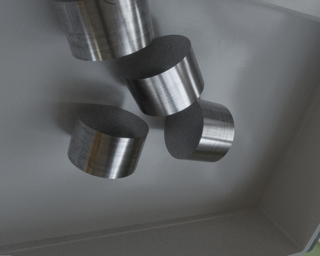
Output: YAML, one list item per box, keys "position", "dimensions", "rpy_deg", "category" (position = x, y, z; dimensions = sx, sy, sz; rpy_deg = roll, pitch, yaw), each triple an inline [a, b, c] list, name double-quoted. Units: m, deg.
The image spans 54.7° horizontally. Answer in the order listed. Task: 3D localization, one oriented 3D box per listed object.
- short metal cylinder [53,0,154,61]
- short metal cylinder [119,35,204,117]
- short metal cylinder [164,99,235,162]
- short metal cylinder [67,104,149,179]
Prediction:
- position: [-0.049, -0.102, 0.283]
  dimensions: [0.081, 0.080, 0.050]
  rpy_deg: [-22, 127, -15]
  category: "short metal cylinder"
- position: [0.003, -0.058, 0.338]
  dimensions: [0.080, 0.080, 0.050]
  rpy_deg: [-33, 129, -7]
  category: "short metal cylinder"
- position: [0.049, 0.003, 0.401]
  dimensions: [0.050, 0.080, 0.079]
  rpy_deg: [10, 114, -33]
  category: "short metal cylinder"
- position: [-0.058, 0.013, 0.349]
  dimensions: [0.081, 0.080, 0.050]
  rpy_deg: [5, 116, -31]
  category: "short metal cylinder"
